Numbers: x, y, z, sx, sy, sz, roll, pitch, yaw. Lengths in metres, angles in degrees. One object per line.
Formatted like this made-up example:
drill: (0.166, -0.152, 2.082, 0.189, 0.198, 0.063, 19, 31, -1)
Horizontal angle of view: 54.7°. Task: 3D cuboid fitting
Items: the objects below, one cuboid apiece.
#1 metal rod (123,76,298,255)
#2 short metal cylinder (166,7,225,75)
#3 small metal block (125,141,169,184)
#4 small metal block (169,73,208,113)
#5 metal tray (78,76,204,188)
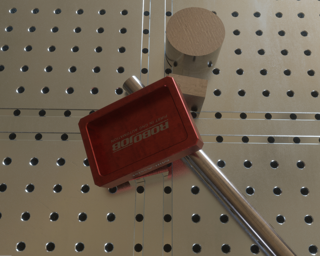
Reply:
metal rod: (0.053, 0.045, 0.396, 0.025, 0.025, 0.300, -38, 75, -13)
short metal cylinder: (0.048, -0.124, 0.444, 0.081, 0.050, 0.080, 0, 70, 0)
small metal block: (-0.020, 0.040, 0.397, 0.050, 0.025, 0.050, -13, 71, -5)
small metal block: (0.034, -0.046, 0.416, 0.050, 0.050, 0.025, 11, 71, 3)
metal tray: (-0.025, 0.006, 0.369, 0.130, 0.030, 0.090, -25, 69, 11)
